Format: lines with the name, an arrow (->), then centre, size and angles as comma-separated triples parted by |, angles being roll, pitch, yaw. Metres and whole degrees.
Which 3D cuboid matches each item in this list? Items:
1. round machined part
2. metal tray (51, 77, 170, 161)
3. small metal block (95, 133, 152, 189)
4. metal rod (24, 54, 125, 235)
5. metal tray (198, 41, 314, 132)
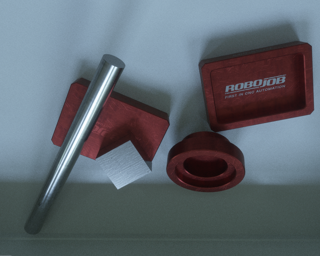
round machined part -> 0.059, 0.041, 0.404 | 0.099, 0.042, 0.097 | 5, 140, 4
metal tray -> -0.064, 0.001, 0.408 | 0.131, 0.030, 0.089 | 22, 108, -9
small metal block -> -0.045, 0.042, 0.394 | 0.050, 0.025, 0.050 | -29, 108, 10
metal rod -> -0.119, 0.040, 0.392 | 0.025, 0.025, 0.298 | 28, 119, -10
metal tray -> 0.121, -0.051, 0.391 | 0.131, 0.030, 0.089 | -11, 110, 3
